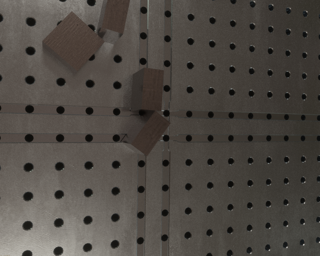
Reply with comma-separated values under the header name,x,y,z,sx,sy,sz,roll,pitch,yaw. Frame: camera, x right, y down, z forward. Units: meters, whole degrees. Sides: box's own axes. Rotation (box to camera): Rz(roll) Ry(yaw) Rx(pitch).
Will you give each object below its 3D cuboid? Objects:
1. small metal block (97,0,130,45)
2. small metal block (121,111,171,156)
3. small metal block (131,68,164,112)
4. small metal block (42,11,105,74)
name,x,y,z,sx,sy,sz,roll,pitch,yaw
small metal block,-0.058,-0.136,0.378,0.025,0.050,0.050,12,86,-20
small metal block,-0.019,0.006,0.393,0.025,0.050,0.050,39,78,-16
small metal block,-0.017,-0.046,0.394,0.025,0.050,0.050,4,89,-20
small metal block,-0.104,-0.102,0.374,0.050,0.025,0.050,42,77,-16
